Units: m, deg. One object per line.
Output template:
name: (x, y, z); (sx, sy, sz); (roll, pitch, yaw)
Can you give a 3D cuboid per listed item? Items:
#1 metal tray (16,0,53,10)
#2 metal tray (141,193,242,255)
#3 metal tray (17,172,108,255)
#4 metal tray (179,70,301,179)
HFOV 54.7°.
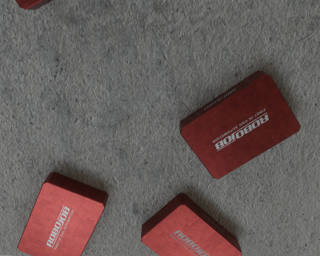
metal tray: (-0.141, -0.207, 0.329); (0.090, 0.030, 0.130); (-25, 108, 8)
metal tray: (0.047, 0.171, 0.470); (0.130, 0.030, 0.090); (42, 104, -14)
metal tray: (-0.143, 0.138, 0.457); (0.090, 0.030, 0.129); (24, 108, -9)
metal tray: (0.102, -0.002, 0.407); (0.130, 0.030, 0.090); (-34, 107, 11)
